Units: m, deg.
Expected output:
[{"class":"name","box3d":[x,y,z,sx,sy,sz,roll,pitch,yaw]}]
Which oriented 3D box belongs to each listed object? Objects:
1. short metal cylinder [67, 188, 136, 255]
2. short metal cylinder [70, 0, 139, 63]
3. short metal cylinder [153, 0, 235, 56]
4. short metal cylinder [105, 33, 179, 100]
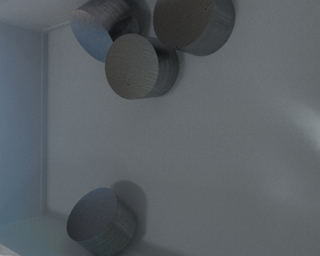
[{"class":"short metal cylinder","box3d":[-0.080,0.131,0.431,0.080,0.050,0.080,-21,37,18]},{"class":"short metal cylinder","box3d":[-0.076,-0.137,0.426,0.080,0.050,0.080,31,151,20]},{"class":"short metal cylinder","box3d":[0.039,-0.127,0.359,0.080,0.050,0.080,0,90,40]},{"class":"short metal cylinder","box3d":[-0.023,-0.078,0.400,0.080,0.050,0.079,5,101,30]}]
